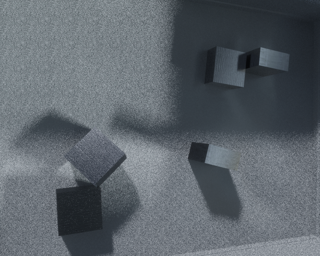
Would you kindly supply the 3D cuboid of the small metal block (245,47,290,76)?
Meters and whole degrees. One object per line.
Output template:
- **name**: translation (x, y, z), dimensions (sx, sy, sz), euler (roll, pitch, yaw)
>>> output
- **small metal block**: translation (0.151, -0.096, 0.455), dimensions (0.050, 0.050, 0.025), euler (6, 88, -20)

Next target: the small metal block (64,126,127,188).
- **small metal block**: translation (-0.077, 0.035, 0.373), dimensions (0.050, 0.025, 0.050), euler (41, 75, 11)

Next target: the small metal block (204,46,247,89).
- **small metal block**: translation (0.095, -0.086, 0.447), dimensions (0.050, 0.025, 0.050), euler (7, 88, -20)

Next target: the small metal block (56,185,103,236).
- **small metal block**: translation (-0.098, 0.098, 0.375), dimensions (0.050, 0.025, 0.050), euler (-3, 91, -20)

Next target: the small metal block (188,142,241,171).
- **small metal block**: translation (0.074, 0.039, 0.426), dimensions (0.050, 0.050, 0.025), euler (16, 85, -20)
